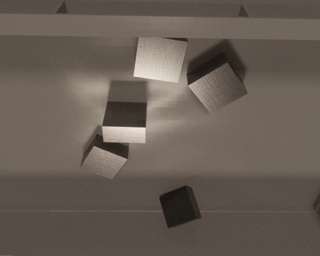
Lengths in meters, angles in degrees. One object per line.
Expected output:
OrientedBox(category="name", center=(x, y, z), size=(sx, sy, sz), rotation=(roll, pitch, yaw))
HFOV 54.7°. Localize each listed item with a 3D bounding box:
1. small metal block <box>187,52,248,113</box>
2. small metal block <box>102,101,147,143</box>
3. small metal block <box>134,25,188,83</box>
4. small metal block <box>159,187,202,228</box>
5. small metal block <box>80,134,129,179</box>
OrientedBox(category="small metal block", center=(0.067, -0.052, 0.366), size=(0.050, 0.025, 0.050), rotation=(-29, 125, 22))
OrientedBox(category="small metal block", center=(-0.042, -0.008, 0.385), size=(0.050, 0.050, 0.025), rotation=(2, 130, -2))
OrientedBox(category="small metal block", center=(0.000, -0.081, 0.340), size=(0.050, 0.025, 0.050), rotation=(7, 130, -7))
OrientedBox(category="small metal block", center=(0.033, 0.128, 0.499), size=(0.050, 0.050, 0.025), rotation=(-25, 157, 19))
OrientedBox(category="small metal block", center=(-0.079, 0.042, 0.444), size=(0.050, 0.025, 0.050), rotation=(24, 126, -20))
